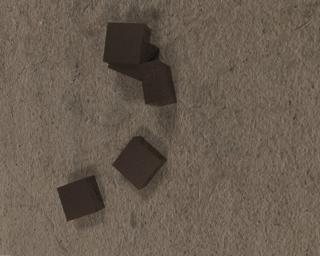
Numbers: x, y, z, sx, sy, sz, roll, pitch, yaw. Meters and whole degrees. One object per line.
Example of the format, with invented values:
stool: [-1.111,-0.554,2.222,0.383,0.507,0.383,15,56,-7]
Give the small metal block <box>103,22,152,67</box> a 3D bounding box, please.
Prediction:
small metal block: [-0.042,-0.106,0.396,0.050,0.025,0.050,8,92,19]

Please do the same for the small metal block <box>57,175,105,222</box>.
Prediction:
small metal block: [-0.114,0.101,0.448,0.050,0.025,0.050,-22,83,18]

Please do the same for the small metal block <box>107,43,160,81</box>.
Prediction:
small metal block: [-0.036,-0.095,0.421,0.050,0.025,0.050,25,98,18]

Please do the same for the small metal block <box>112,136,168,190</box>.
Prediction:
small metal block: [-0.027,0.046,0.418,0.050,0.025,0.050,41,102,15]

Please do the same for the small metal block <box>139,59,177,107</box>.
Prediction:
small metal block: [-0.002,-0.055,0.396,0.025,0.050,0.050,-11,87,19]
